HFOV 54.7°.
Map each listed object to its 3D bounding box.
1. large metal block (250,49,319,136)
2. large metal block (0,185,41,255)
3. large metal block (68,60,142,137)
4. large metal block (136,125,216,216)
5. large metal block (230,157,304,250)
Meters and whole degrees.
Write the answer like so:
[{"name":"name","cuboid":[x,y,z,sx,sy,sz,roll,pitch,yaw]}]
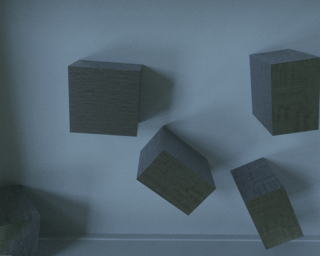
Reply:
[{"name":"large metal block","cuboid":[0.144,-0.045,0.366,0.050,0.080,0.079,-8,110,3]},{"name":"large metal block","cuboid":[-0.205,0.136,0.423,0.050,0.080,0.079,-4,116,-40]},{"name":"large metal block","cuboid":[-0.065,-0.038,0.383,0.081,0.050,0.079,4,110,-2]},{"name":"large metal block","cuboid":[0.020,0.052,0.401,0.080,0.080,0.050,38,106,-13]},{"name":"large metal block","cuboid":[0.142,0.099,0.420,0.050,0.080,0.080,-25,108,9]}]
